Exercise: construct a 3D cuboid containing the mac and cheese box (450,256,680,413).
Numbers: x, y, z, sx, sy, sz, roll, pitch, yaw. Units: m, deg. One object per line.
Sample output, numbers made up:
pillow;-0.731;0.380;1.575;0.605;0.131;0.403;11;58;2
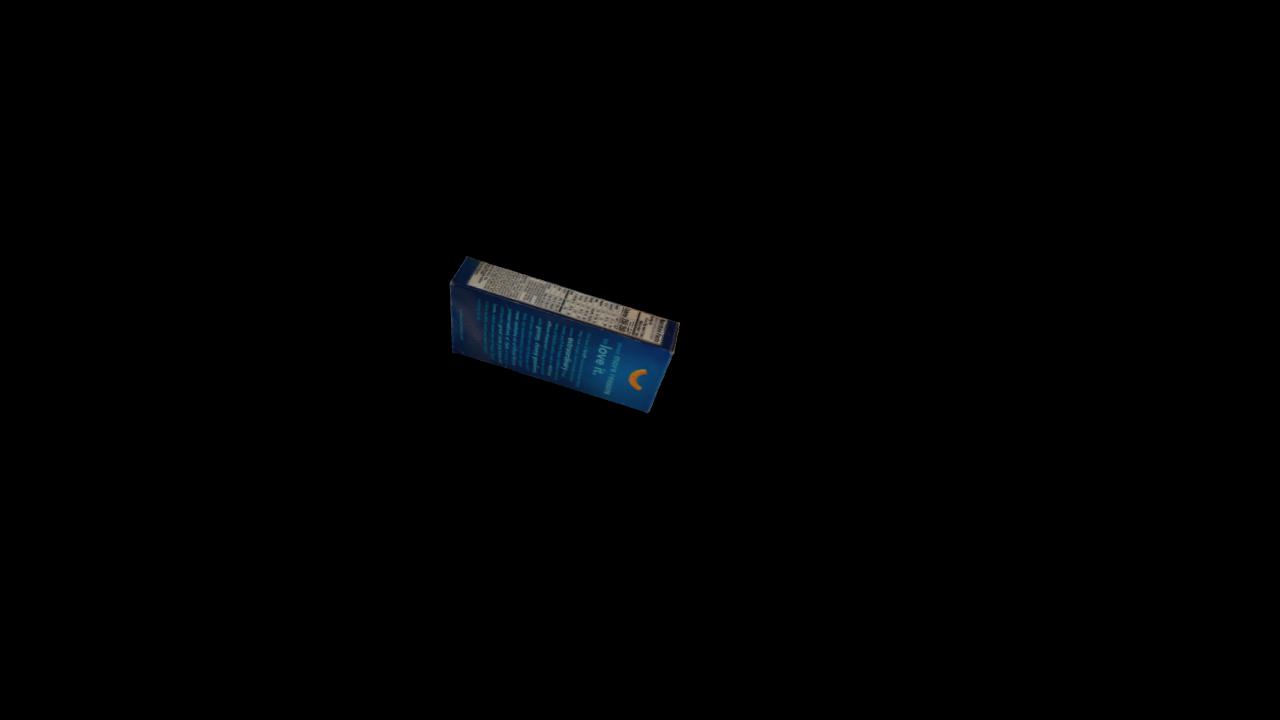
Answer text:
mac and cheese box;-0.067;-0.019;0.523;0.184;0.041;0.093;17;-40;-2
